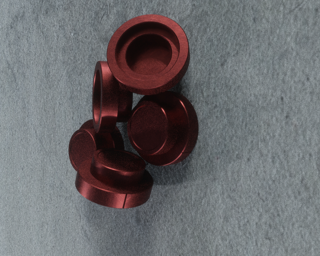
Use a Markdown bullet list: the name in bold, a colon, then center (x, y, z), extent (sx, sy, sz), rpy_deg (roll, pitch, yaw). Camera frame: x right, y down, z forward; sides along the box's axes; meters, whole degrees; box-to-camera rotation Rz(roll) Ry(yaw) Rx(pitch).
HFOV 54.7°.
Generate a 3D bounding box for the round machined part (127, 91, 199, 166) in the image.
- **round machined part**: center (-0.003, 0.000, 0.395), extent (0.098, 0.042, 0.097), rpy_deg (0, 90, 39)

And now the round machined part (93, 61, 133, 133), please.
- **round machined part**: center (-0.066, -0.042, 0.428), extent (0.098, 0.042, 0.097), rpy_deg (-179, 90, -70)

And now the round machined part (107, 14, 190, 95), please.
- **round machined part**: center (-0.012, -0.086, 0.383), extent (0.099, 0.042, 0.098), rpy_deg (-2, 75, 8)

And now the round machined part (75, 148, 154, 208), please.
- **round machined part**: center (-0.056, 0.058, 0.400), extent (0.098, 0.099, 0.042), rpy_deg (27, 110, 36)

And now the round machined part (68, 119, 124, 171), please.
- **round machined part**: center (-0.104, 0.035, 0.477), extent (0.098, 0.042, 0.097), rpy_deg (0, 90, 39)
